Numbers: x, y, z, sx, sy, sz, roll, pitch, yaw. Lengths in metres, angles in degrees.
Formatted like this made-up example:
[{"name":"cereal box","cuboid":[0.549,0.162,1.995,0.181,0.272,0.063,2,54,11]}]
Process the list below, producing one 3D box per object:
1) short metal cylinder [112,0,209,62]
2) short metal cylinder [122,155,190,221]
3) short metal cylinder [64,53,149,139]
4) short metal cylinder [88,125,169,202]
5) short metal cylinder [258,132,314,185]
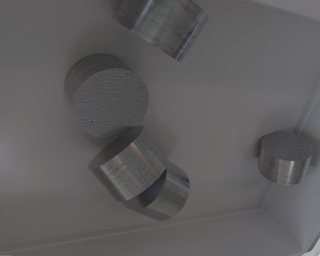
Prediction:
[{"name":"short metal cylinder","cuboid":[0.001,-0.108,0.306,0.080,0.080,0.050,24,106,-37]},{"name":"short metal cylinder","cuboid":[-0.007,0.079,0.418,0.080,0.080,0.050,-48,129,6]},{"name":"short metal cylinder","cuboid":[-0.059,-0.035,0.338,0.081,0.050,0.079,-14,124,-21]},{"name":"short metal cylinder","cuboid":[-0.037,0.041,0.369,0.080,0.080,0.050,-37,104,-3]},{"name":"short metal cylinder","cuboid":[0.208,0.049,0.516,0.081,0.080,0.050,-17,125,-19]}]
